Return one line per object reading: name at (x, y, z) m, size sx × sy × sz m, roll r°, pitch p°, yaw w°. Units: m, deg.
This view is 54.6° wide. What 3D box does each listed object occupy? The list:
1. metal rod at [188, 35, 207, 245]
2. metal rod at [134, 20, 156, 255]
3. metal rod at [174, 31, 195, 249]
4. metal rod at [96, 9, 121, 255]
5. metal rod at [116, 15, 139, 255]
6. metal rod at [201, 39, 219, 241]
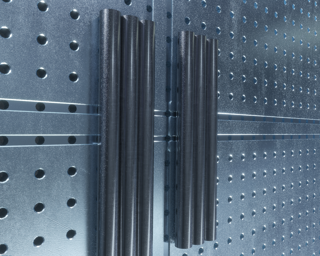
metal rod at (0.054, 0.017, 0.452) m, size 0.025 × 0.025 × 0.298 m, roll 1°, pitch 89°, yaw -40°
metal rod at (-0.020, 0.017, 0.391) m, size 0.025 × 0.025 × 0.298 m, roll 1°, pitch 89°, yaw -40°
metal rod at (0.035, 0.016, 0.436) m, size 0.025 × 0.025 × 0.298 m, roll 1°, pitch 89°, yaw -40°
metal rod at (-0.059, 0.016, 0.358) m, size 0.025 × 0.025 × 0.298 m, roll 1°, pitch 89°, yaw -40°
metal rod at (-0.039, 0.017, 0.375) m, size 0.025 × 0.025 × 0.298 m, roll 1°, pitch 89°, yaw -40°
metal rod at (0.075, 0.017, 0.470) m, size 0.025 × 0.025 × 0.298 m, roll 1°, pitch 89°, yaw -40°
